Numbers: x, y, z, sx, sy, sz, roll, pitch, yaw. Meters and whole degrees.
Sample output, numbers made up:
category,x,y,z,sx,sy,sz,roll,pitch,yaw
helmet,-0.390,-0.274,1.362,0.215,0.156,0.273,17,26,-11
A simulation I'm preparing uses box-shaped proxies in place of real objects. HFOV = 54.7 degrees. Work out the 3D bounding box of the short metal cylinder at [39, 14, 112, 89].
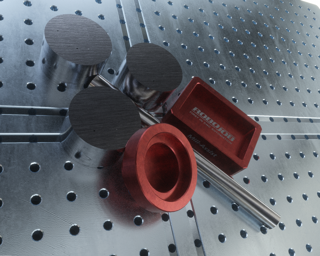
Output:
category,x,y,z,sx,sy,sz,roll,pitch,yaw
short metal cylinder,-0.107,-0.096,0.393,0.081,0.050,0.080,14,56,-21

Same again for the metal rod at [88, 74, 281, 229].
category,x,y,z,sx,sy,sz,roll,pitch,yaw
metal rod,0.033,0.033,0.406,0.300,0.025,0.025,38,51,-3

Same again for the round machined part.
category,x,y,z,sx,sy,sz,roll,pitch,yaw
round machined part,-0.004,0.046,0.353,0.099,0.042,0.098,17,66,-43

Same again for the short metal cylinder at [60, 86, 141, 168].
category,x,y,z,sx,sy,sz,roll,pitch,yaw
short metal cylinder,-0.068,-0.001,0.355,0.081,0.050,0.080,14,56,-21

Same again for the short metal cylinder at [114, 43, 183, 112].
category,x,y,z,sx,sy,sz,roll,pitch,yaw
short metal cylinder,-0.017,-0.069,0.424,0.081,0.050,0.080,14,56,-21

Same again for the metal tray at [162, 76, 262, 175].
category,x,y,z,sx,sy,sz,roll,pitch,yaw
metal tray,0.078,-0.005,0.449,0.130,0.030,0.090,38,52,-3
